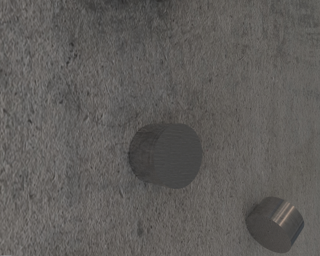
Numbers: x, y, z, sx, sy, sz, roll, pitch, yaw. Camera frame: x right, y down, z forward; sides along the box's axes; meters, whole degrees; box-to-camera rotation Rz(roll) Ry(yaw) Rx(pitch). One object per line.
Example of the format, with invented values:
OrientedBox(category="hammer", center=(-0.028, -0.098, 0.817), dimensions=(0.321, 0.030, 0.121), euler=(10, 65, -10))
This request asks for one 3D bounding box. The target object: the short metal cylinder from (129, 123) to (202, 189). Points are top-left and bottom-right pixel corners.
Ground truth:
OrientedBox(category="short metal cylinder", center=(0.008, 0.034, 0.395), dimensions=(0.081, 0.050, 0.080), euler=(0, 90, -40))

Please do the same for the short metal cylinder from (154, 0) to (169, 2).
OrientedBox(category="short metal cylinder", center=(0.013, -0.204, 0.385), dimensions=(0.080, 0.050, 0.080), euler=(10, 77, -55))

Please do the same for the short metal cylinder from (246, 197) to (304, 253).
OrientedBox(category="short metal cylinder", center=(0.198, 0.167, 0.535), dimensions=(0.050, 0.080, 0.080), euler=(-36, 112, -34))
